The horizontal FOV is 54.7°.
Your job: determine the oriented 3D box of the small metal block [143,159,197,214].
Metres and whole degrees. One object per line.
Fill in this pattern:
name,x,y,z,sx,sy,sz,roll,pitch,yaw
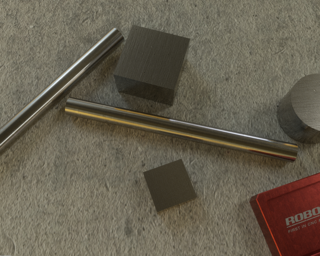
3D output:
small metal block,0.012,0.072,0.382,0.050,0.025,0.050,-19,71,-7

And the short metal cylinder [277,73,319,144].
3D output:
short metal cylinder,0.203,-0.024,0.406,0.081,0.050,0.080,0,70,0

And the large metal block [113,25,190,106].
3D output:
large metal block,-0.010,-0.085,0.426,0.080,0.050,0.080,15,71,5

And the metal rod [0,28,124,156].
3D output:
metal rod,-0.160,-0.032,0.417,0.025,0.025,0.301,39,74,12

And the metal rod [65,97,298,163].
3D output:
metal rod,0.025,0.001,0.407,0.302,0.025,0.025,12,71,4

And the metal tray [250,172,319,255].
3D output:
metal tray,0.187,0.104,0.369,0.131,0.030,0.090,-17,71,-7
